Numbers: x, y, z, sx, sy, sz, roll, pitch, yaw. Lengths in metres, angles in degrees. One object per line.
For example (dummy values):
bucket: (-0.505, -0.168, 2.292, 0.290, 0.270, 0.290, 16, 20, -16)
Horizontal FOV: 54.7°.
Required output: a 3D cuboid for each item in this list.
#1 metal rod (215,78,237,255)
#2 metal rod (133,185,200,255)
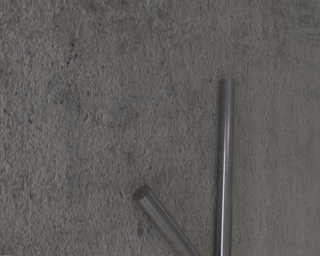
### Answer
metal rod: (0.104, 0.072, 0.491, 0.025, 0.025, 0.298, 3, 88, -40)
metal rod: (0.051, 0.195, 0.447, 0.025, 0.025, 0.299, -48, 118, -29)
